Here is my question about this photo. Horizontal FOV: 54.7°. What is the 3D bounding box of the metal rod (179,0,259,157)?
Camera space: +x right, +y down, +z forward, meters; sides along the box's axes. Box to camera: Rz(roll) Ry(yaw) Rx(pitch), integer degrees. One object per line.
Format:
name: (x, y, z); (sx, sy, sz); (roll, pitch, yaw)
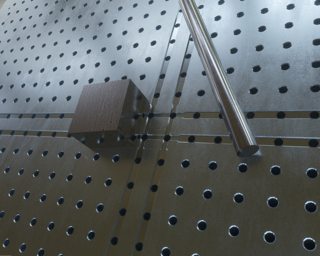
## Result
metal rod: (0.070, -0.093, 0.428); (0.025, 0.025, 0.299); (-23, 53, 14)

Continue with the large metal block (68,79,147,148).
large metal block: (-0.073, -0.019, 0.442); (0.080, 0.050, 0.080); (-4, 60, 26)
